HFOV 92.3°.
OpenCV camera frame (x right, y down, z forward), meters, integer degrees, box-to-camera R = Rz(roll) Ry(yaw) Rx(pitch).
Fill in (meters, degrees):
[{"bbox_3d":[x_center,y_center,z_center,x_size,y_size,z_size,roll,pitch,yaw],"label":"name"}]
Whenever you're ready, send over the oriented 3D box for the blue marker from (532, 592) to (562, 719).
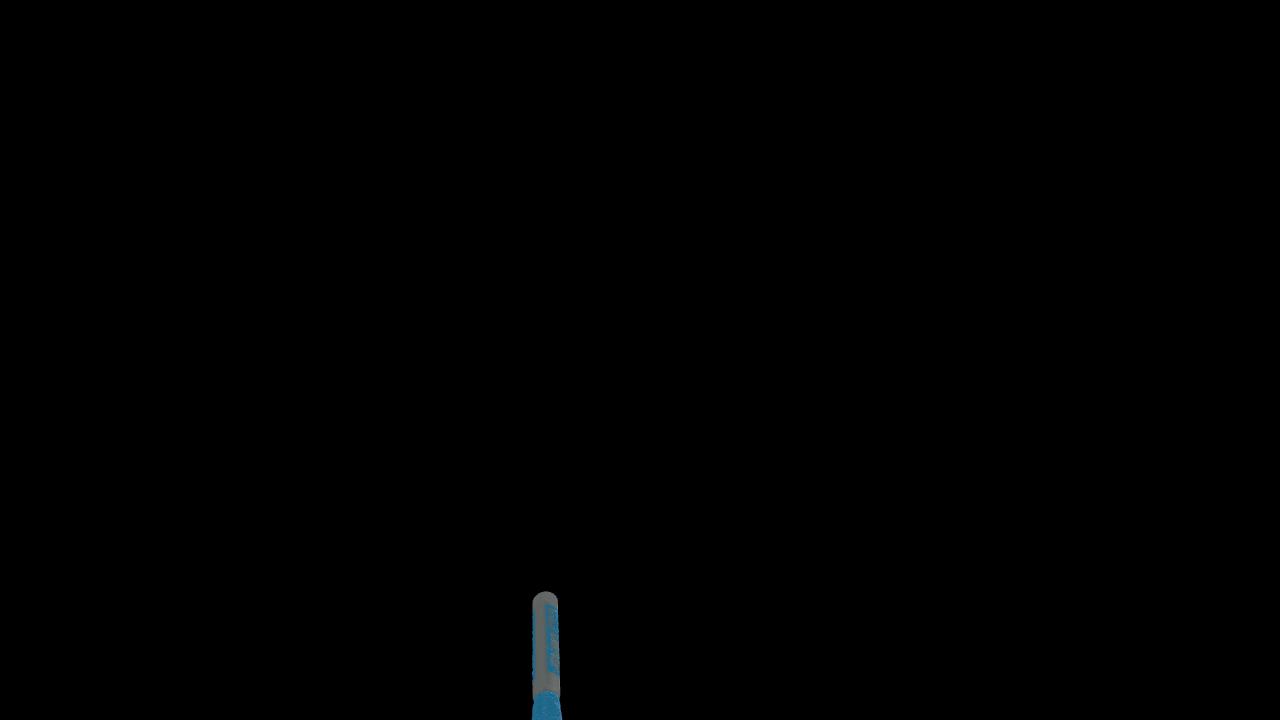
[{"bbox_3d":[-0.062,0.198,0.405,0.020,0.020,0.121,0,16,-9],"label":"blue marker"}]
